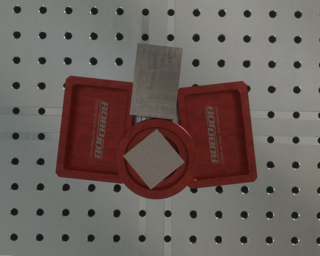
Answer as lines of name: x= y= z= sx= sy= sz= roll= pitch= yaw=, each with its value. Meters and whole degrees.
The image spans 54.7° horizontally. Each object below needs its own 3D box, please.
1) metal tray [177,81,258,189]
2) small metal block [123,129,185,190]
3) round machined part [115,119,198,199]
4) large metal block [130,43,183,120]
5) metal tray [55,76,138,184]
metal tray: x=0.072 y=0.009 z=0.407 sx=0.091 sy=0.030 sz=0.129 roll=-6 pitch=90 yaw=0
small metal block: x=-0.007 y=0.036 z=0.367 sx=0.050 sy=0.025 sz=0.050 roll=-39 pitch=90 yaw=0
round machined part: x=-0.004 y=0.037 z=0.392 sx=0.099 sy=0.042 sz=0.097 roll=0 pitch=90 yaw=0
large metal block: x=-0.004 y=-0.052 z=0.382 sx=0.050 sy=0.080 sz=0.080 roll=6 pitch=90 yaw=0
metal tray: x=-0.081 y=0.002 z=0.406 sx=0.091 sy=0.030 sz=0.129 roll=6 pitch=90 yaw=0
